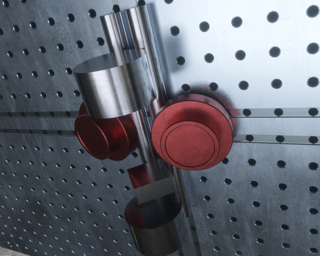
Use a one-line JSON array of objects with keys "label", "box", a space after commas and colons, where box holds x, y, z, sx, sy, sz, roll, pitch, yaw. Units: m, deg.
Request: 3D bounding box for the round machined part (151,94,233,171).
[{"label": "round machined part", "box": [0.037, 0.012, 0.371, 0.098, 0.042, 0.097, 4, 118, 9]}]

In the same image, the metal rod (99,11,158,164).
[{"label": "metal rod", "box": [-0.026, -0.002, 0.423, 0.025, 0.025, 0.298, 1, 119, 28]}]

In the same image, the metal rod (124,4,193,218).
[{"label": "metal rod", "box": [0.005, -0.003, 0.406, 0.025, 0.025, 0.298, 1, 119, 28]}]

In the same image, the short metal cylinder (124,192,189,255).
[{"label": "short metal cylinder", "box": [-0.004, 0.129, 0.430, 0.080, 0.080, 0.050, 1, 119, 28]}]

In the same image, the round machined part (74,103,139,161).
[{"label": "round machined part", "box": [-0.080, 0.005, 0.430, 0.098, 0.042, 0.097, 24, 132, 30]}]

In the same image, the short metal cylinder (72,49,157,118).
[{"label": "short metal cylinder", "box": [-0.048, -0.051, 0.341, 0.080, 0.080, 0.050, 1, 119, 28]}]

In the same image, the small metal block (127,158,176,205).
[{"label": "small metal block", "box": [-0.013, 0.070, 0.415, 0.050, 0.050, 0.025, -17, 116, -10]}]
